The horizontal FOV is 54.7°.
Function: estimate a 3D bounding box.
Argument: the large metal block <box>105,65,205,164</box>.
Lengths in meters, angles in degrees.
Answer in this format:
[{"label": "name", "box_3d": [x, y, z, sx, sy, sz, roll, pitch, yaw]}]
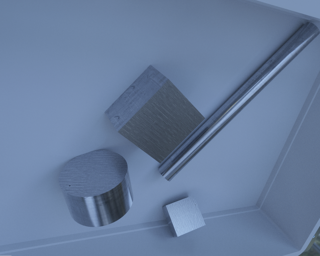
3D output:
[{"label": "large metal block", "box_3d": [-0.006, -0.016, 0.381, 0.080, 0.050, 0.080, -46, 130, 3]}]

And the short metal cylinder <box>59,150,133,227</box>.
[{"label": "short metal cylinder", "box_3d": [-0.076, 0.072, 0.377, 0.081, 0.080, 0.050, -18, 126, -18]}]

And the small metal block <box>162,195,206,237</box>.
[{"label": "small metal block", "box_3d": [0.038, 0.143, 0.501, 0.050, 0.050, 0.025, -16, 163, -20]}]

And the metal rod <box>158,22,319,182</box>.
[{"label": "metal rod", "box_3d": [0.112, -0.036, 0.449, 0.300, 0.025, 0.025, -45, 130, 3]}]
